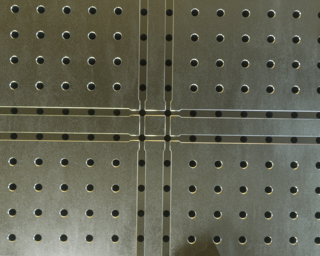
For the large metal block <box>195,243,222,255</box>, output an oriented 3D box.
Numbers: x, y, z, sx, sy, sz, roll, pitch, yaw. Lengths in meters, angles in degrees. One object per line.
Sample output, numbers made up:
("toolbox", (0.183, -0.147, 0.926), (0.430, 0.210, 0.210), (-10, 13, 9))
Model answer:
("large metal block", (0.063, 0.214, 0.402), (0.080, 0.050, 0.080), (-32, 90, 0))
